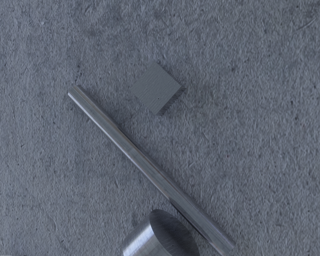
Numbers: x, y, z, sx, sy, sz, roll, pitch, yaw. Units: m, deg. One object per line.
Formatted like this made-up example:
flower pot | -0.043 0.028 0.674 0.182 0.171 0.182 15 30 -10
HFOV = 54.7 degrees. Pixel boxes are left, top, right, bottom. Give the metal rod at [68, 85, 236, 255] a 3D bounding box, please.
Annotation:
metal rod | -0.020 0.048 0.415 0.300 0.025 0.025 44 104 14

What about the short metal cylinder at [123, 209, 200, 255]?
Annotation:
short metal cylinder | 0.002 0.147 0.379 0.080 0.080 0.050 45 104 14

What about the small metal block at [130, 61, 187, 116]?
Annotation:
small metal block | -0.002 -0.052 0.410 0.050 0.025 0.050 46 104 14
